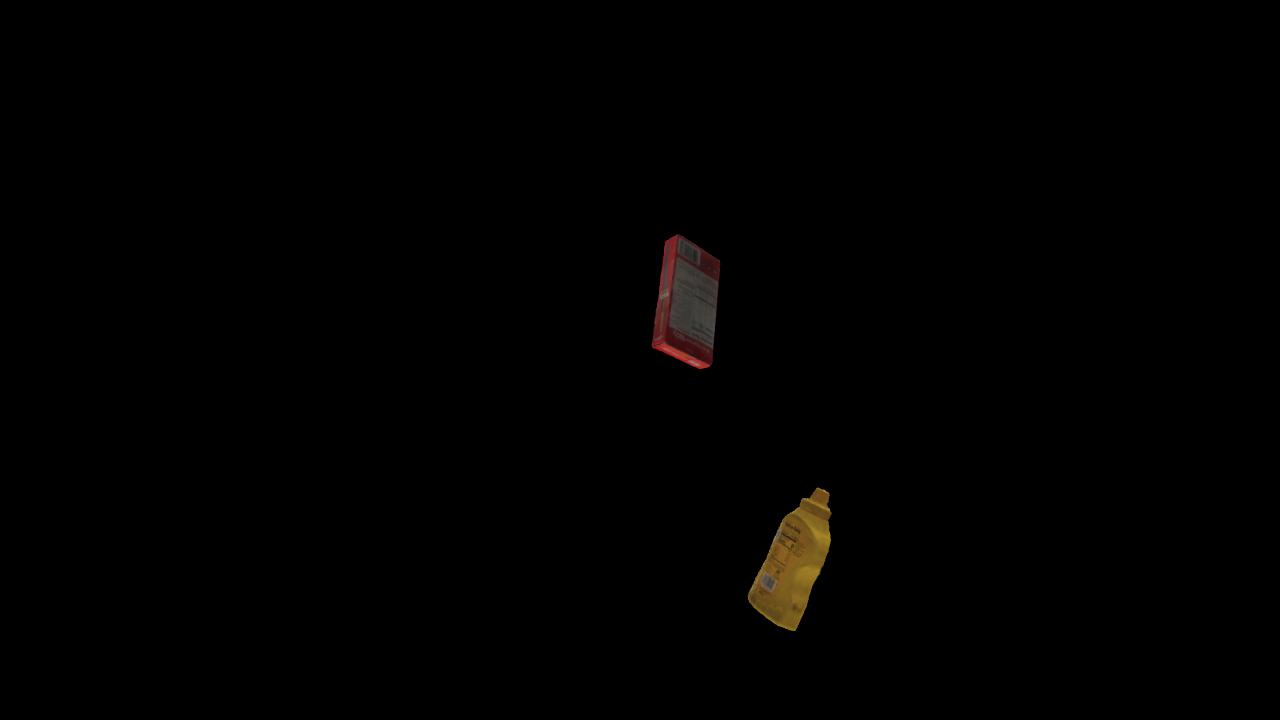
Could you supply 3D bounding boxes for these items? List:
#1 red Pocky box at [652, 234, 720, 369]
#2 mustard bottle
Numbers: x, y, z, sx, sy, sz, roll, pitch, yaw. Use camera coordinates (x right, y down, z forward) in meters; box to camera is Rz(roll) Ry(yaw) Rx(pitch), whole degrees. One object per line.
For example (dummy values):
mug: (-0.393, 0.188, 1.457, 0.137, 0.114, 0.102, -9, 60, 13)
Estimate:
red Pocky box: (0.060, -0.073, 0.770, 0.083, 0.155, 0.028, 25, -29, -35)
mustard bottle: (0.212, 0.259, 0.831, 0.054, 0.184, 0.092, 26, -4, -13)
